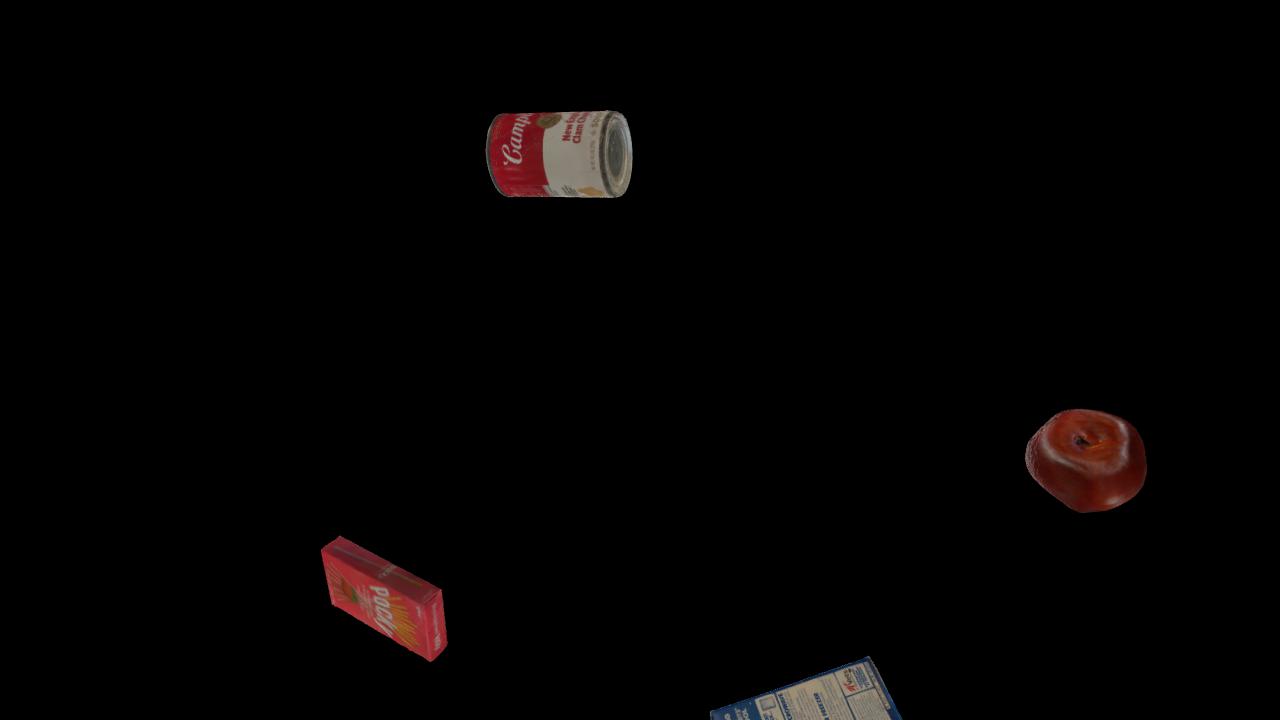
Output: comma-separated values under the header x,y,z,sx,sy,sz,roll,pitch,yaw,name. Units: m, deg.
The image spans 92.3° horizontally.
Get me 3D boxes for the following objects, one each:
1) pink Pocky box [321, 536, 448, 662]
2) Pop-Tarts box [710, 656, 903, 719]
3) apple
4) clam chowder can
x,y,z,sx,sy,sz,roll,pitch,yaw,name
-0.276,0.256,0.663,0.155,0.084,0.029,16,28,23,pink Pocky box
0.144,0.343,0.522,0.141,0.167,0.083,-18,42,-4,Pop-Tarts box
0.354,0.082,0.489,0.079,0.079,0.093,0,-33,39,apple
-0.064,-0.167,0.502,0.102,0.068,0.068,6,2,17,clam chowder can
